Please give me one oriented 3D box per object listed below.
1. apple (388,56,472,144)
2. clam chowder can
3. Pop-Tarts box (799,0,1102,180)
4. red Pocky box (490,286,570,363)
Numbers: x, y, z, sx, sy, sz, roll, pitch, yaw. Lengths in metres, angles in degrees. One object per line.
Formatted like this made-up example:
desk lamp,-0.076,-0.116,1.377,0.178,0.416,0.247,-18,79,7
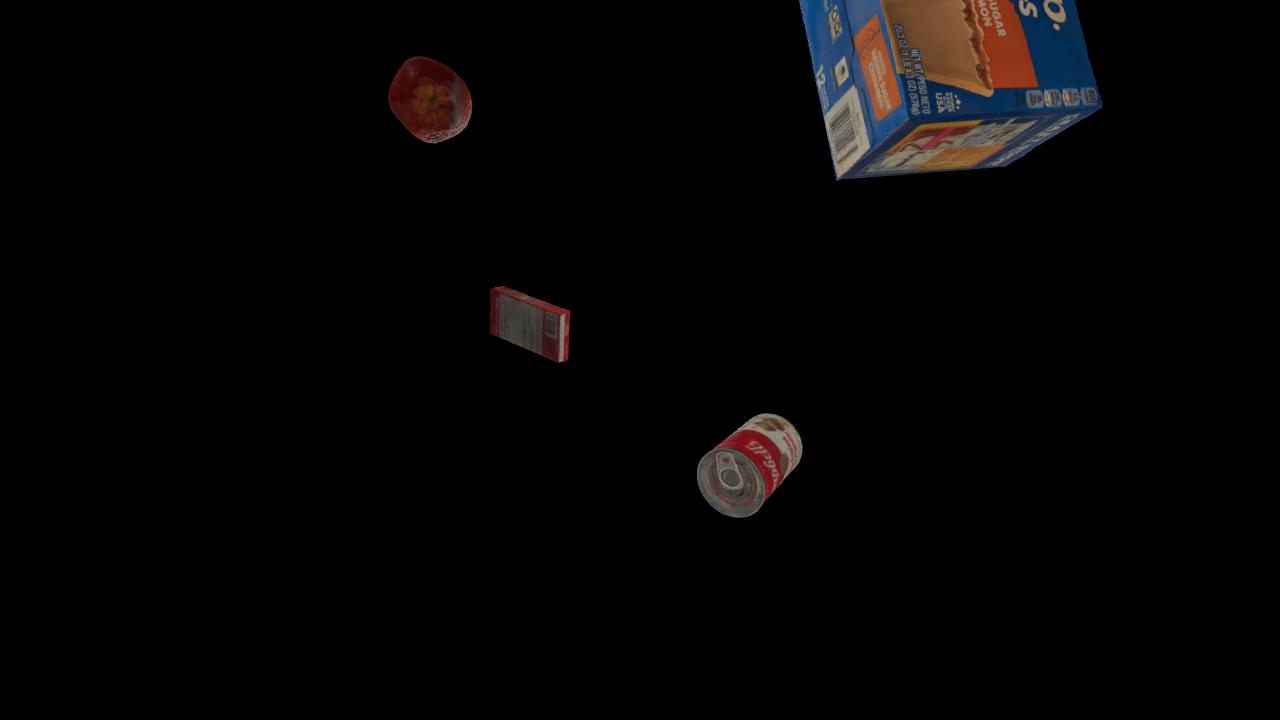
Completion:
apple,-0.205,-0.255,0.603,0.079,0.079,0.093,0,23,-15
clam chowder can,0.108,0.098,0.591,0.068,0.068,0.102,0,15,34
Pop-Tarts box,0.193,-0.217,0.402,0.141,0.167,0.083,-8,-5,-13
red Pocky box,-0.175,-0.059,0.973,0.155,0.083,0.028,22,30,30
